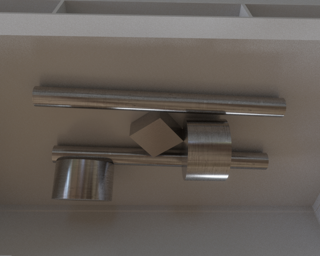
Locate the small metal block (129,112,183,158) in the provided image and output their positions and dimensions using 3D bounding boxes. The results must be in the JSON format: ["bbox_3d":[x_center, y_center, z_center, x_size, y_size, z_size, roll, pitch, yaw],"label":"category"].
[{"bbox_3d":[-0.004,0.006,0.412,0.050,0.025,0.050,-31,124,23],"label":"small metal block"}]

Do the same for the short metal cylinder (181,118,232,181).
[{"bbox_3d":[0.056,0.027,0.395,0.050,0.080,0.079,1,130,-2],"label":"short metal cylinder"}]

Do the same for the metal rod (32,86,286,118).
[{"bbox_3d":[0.002,-0.032,0.379,0.302,0.025,0.025,2,130,-3],"label":"metal rod"}]

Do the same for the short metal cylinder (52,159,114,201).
[{"bbox_3d":[-0.105,0.075,0.430,0.081,0.050,0.080,1,164,1],"label":"short metal cylinder"}]

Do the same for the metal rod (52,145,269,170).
[{"bbox_3d":[0.002,0.042,0.443,0.302,0.025,0.025,2,130,-3],"label":"metal rod"}]
